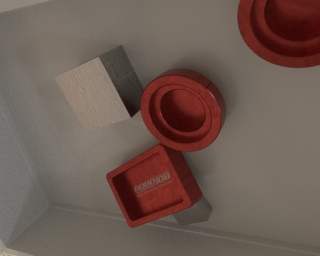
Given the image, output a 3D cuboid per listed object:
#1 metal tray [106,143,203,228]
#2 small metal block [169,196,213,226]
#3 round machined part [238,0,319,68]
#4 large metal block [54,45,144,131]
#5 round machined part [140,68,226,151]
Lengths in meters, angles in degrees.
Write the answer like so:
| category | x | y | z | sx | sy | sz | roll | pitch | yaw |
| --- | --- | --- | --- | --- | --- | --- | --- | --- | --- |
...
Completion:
| category | x | y | z | sx | sy | sz | roll | pitch | yaw |
| --- | --- | --- | --- | --- | --- | --- | --- | --- | --- |
| metal tray | -0.013 | 0.082 | 0.442 | 0.130 | 0.030 | 0.090 | -32 | 81 | 38 |
| small metal block | 0.041 | 0.113 | 0.456 | 0.050 | 0.025 | 0.050 | -24 | 106 | 36 |
| round machined part | 0.119 | -0.103 | 0.260 | 0.098 | 0.042 | 0.097 | 17 | 142 | 14 |
| large metal block | -0.074 | -0.049 | 0.399 | 0.080 | 0.050 | 0.080 | -14 | 111 | 33 |
| round machined part | 0.030 | -0.024 | 0.366 | 0.098 | 0.042 | 0.097 | 13 | 124 | 20 |
